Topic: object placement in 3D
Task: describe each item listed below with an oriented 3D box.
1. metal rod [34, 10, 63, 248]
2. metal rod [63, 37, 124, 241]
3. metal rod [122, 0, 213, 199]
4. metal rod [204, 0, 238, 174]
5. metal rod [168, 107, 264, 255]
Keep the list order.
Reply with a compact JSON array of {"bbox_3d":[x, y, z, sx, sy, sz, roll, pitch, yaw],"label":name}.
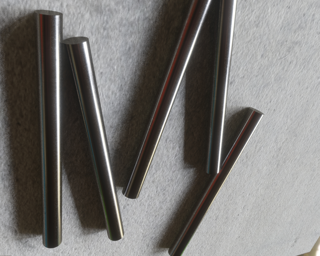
[{"bbox_3d":[-0.125,0.024,0.354,0.025,0.025,0.298,-5,121,-26],"label":"metal rod"},{"bbox_3d":[-0.075,0.037,0.389,0.025,0.025,0.298,-17,126,-19],"label":"metal rod"},{"bbox_3d":[0.006,-0.037,0.388,0.025,0.025,0.298,6,115,-32],"label":"metal rod"},{"bbox_3d":[0.079,-0.060,0.415,0.025,0.025,0.298,-15,125,-20],"label":"metal rod"},{"bbox_3d":[0.087,0.102,0.519,0.025,0.025,0.298,13,112,-34],"label":"metal rod"}]
